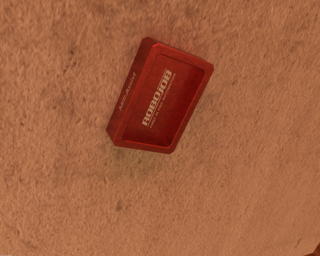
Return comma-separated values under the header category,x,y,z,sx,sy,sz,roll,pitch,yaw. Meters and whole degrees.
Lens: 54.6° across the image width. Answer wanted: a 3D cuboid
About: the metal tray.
category,x,y,z,sx,sy,sz,roll,pitch,yaw
metal tray,-0.001,-0.034,0.381,0.091,0.030,0.129,12,112,-33
